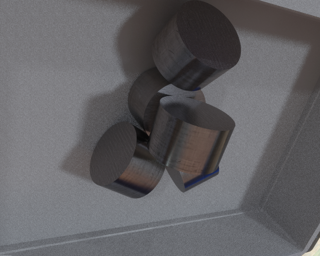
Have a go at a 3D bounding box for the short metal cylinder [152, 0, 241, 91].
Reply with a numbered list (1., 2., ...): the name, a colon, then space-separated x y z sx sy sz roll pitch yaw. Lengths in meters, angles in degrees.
1. short metal cylinder: 0.038 -0.086 0.330 0.081 0.080 0.050 4 159 -30

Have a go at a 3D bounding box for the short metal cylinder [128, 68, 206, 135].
1. short metal cylinder: 0.008 -0.028 0.376 0.081 0.050 0.079 -14 124 -21

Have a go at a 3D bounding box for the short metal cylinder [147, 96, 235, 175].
1. short metal cylinder: 0.032 0.005 0.326 0.081 0.080 0.050 3 117 -30

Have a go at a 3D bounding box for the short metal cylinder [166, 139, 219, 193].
1. short metal cylinder: 0.035 0.039 0.414 0.050 0.080 0.080 -25 128 -12

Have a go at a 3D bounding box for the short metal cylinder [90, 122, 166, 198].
1. short metal cylinder: -0.039 0.039 0.373 0.050 0.080 0.080 33 100 -38
